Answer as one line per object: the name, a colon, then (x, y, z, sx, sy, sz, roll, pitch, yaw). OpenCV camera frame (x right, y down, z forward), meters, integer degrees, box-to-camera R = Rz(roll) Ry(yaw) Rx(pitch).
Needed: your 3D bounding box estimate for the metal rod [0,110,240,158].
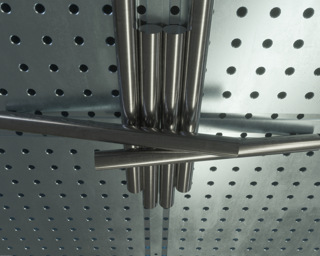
metal rod: (-0.056, 0.007, 0.386, 0.301, 0.025, 0.025, 7, 131, 6)

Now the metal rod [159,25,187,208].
metal rod: (0.013, 0.010, 0.422, 0.025, 0.025, 0.298, 1, 130, -1)

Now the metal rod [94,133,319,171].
metal rod: (0.068, 0.030, 0.411, 0.302, 0.025, 0.025, -4, 131, -8)

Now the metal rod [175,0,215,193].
metal rod: (0.039, -0.021, 0.392, 0.025, 0.025, 0.298, 1, 130, -1)

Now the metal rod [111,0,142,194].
metal rod: (-0.037, -0.020, 0.393, 0.025, 0.025, 0.298, 1, 130, -1)

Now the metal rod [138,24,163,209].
metal rod: (-0.013, 0.011, 0.419, 0.025, 0.025, 0.298, 1, 130, -1)
